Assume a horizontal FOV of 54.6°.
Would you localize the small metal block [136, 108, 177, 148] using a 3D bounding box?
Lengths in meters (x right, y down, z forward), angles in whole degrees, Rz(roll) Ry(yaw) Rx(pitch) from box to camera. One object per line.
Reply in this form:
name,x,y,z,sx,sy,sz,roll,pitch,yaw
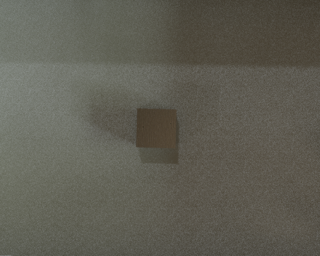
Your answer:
small metal block,-0.005,0.000,0.408,0.050,0.025,0.050,2,90,0
